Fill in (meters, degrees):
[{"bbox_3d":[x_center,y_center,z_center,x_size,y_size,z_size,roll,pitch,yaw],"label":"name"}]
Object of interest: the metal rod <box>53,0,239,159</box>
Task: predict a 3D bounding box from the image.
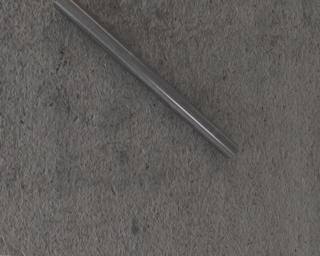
[{"bbox_3d":[-0.007,-0.059,0.406,0.300,0.025,0.025,40,77,-16],"label":"metal rod"}]
